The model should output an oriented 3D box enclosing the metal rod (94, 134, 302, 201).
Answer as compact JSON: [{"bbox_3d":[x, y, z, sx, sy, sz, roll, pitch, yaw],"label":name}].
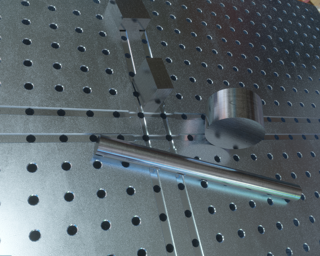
[{"bbox_3d":[0.064,0.058,0.409,0.302,0.025,0.025,16,55,-20],"label":"metal rod"}]

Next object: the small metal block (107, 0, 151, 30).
[{"bbox_3d":[-0.050,-0.185,0.496,0.050,0.025,0.050,-12,68,-34],"label":"small metal block"}]

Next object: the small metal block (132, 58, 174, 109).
[{"bbox_3d":[-0.011,-0.061,0.425,0.025,0.050,0.050,-7,65,-32],"label":"small metal block"}]

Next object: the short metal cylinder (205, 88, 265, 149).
[{"bbox_3d":[0.105,-0.012,0.439,0.081,0.080,0.050,19,54,-18],"label":"short metal cylinder"}]
